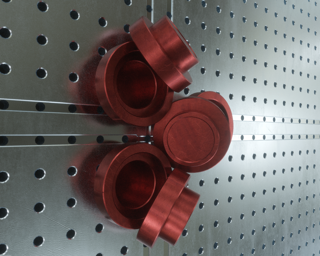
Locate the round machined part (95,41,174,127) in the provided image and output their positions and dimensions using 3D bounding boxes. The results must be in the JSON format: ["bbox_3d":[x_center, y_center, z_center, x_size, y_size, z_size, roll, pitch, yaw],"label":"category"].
[{"bbox_3d":[-0.033,-0.050,0.368,0.099,0.042,0.097,0,90,-40],"label":"round machined part"}]

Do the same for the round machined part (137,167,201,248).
[{"bbox_3d":[0.015,0.100,0.372,0.042,0.098,0.098,28,71,11],"label":"round machined part"}]

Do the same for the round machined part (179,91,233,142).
[{"bbox_3d":[0.058,-0.003,0.445,0.099,0.042,0.097,0,90,-40],"label":"round machined part"}]

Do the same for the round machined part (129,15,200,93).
[{"bbox_3d":[0.011,-0.094,0.370,0.098,0.042,0.098,49,17,-20],"label":"round machined part"}]

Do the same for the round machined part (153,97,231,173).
[{"bbox_3d":[0.039,0.010,0.390,0.042,0.098,0.097,-56,136,-77],"label":"round machined part"}]

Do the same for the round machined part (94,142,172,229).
[{"bbox_3d":[-0.035,0.065,0.368,0.099,0.042,0.097,0,90,-40],"label":"round machined part"}]
